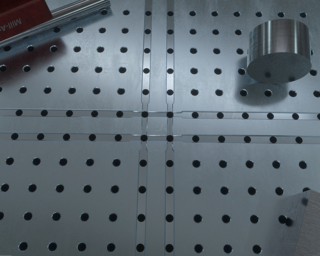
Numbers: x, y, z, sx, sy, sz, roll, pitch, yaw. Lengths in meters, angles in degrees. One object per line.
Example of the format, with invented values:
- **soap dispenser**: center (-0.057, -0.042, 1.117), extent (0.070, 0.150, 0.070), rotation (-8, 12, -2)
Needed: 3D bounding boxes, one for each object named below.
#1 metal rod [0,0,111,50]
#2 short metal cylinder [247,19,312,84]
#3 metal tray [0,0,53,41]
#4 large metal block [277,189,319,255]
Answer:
- **metal rod**: center (-0.217, -0.139, 0.460), extent (0.302, 0.025, 0.025), rotation (-25, 72, -9)
- **short metal cylinder**: center (0.160, -0.101, 0.420), extent (0.080, 0.080, 0.050), rotation (7, 70, 2)
- **metal tray**: center (-0.231, -0.159, 0.443), extent (0.131, 0.030, 0.090), rotation (-30, 48, -13)
- **large metal block**: center (0.191, 0.126, 0.353), extent (0.080, 0.050, 0.080), rotation (22, 71, 7)
